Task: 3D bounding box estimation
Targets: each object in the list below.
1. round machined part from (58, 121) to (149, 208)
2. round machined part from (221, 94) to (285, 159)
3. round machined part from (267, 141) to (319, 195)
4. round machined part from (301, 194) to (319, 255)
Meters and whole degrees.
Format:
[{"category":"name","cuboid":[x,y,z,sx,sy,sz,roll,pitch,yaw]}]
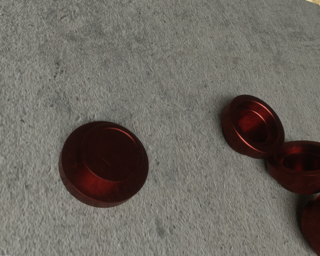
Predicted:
[{"category":"round machined part","cuboid":[-0.057,0.034,0.341,0.099,0.042,0.098,14,56,-21]},{"category":"round machined part","cuboid":[0.133,0.002,0.463,0.099,0.042,0.098,14,56,-21]},{"category":"round machined part","cuboid":[0.206,0.059,0.445,0.099,0.098,0.042,-30,119,-38]},{"category":"round machined part","cuboid":[0.232,0.132,0.422,0.099,0.042,0.097,3,85,-31]}]
